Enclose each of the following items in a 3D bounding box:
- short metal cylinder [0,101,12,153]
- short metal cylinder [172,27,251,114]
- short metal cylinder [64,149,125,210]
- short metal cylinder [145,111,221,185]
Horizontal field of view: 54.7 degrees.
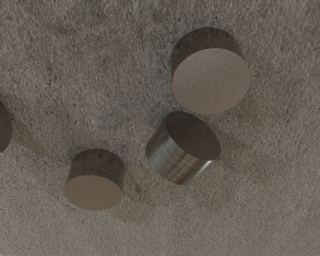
[{"bbox_3d":[-0.226,-0.002,0.367,0.050,0.080,0.080,-15,129,12],"label":"short metal cylinder"},{"bbox_3d":[0.053,-0.062,0.339,0.081,0.050,0.079,0,130,0],"label":"short metal cylinder"},{"bbox_3d":[-0.094,0.077,0.455,0.081,0.050,0.079,0,130,0],"label":"short metal cylinder"},{"bbox_3d":[0.029,0.025,0.392,0.080,0.080,0.050,23,126,-19],"label":"short metal cylinder"}]
